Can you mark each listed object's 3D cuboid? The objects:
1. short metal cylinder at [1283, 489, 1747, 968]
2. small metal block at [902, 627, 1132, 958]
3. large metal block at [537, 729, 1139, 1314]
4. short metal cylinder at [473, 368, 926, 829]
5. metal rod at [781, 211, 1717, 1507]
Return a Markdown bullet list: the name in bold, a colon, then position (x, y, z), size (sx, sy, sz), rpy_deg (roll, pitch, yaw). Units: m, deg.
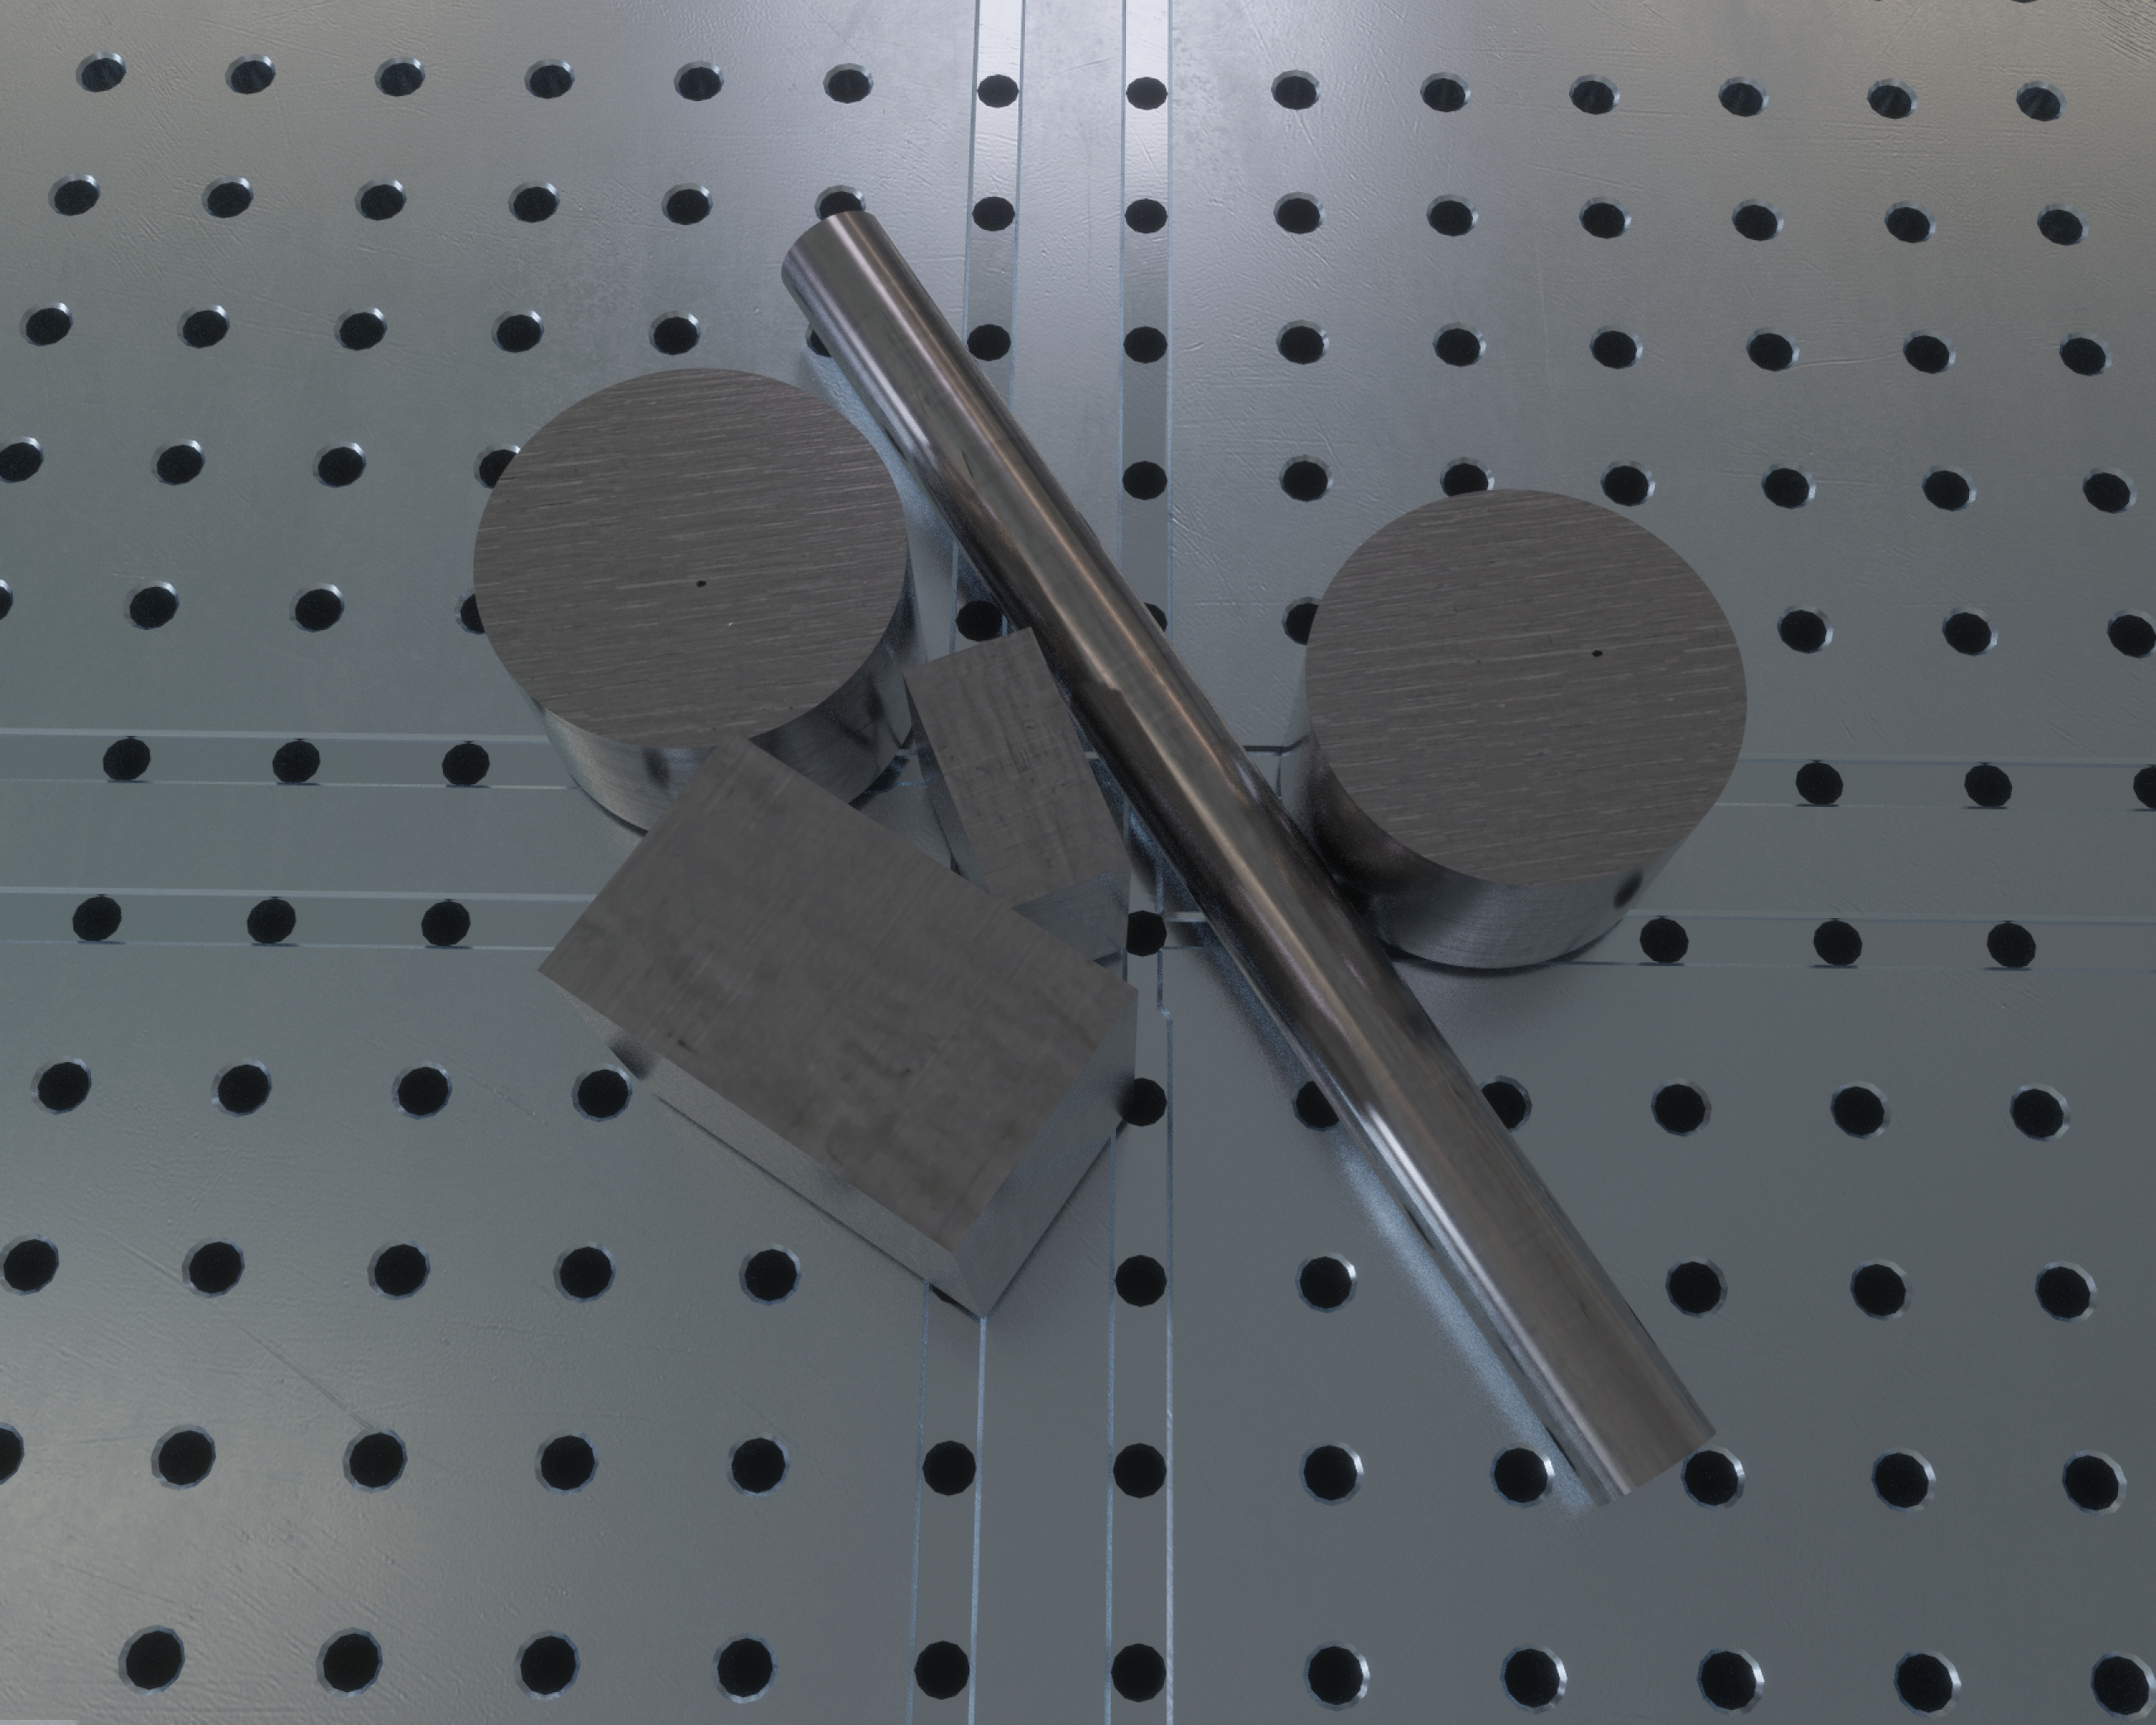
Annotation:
- **short metal cylinder**: position (0.082, -0.025, 0.404), size (0.081, 0.050, 0.080), rpy_deg (0, 70, 0)
- **small metal block**: position (-0.011, -0.009, 0.397), size (0.025, 0.050, 0.050), rpy_deg (-20, 72, -7)
- **large metal block**: position (-0.037, 0.032, 0.366), size (0.080, 0.080, 0.050), rpy_deg (32, 74, 11)
- **short metal cylinder**: position (-0.072, -0.050, 0.412), size (0.081, 0.050, 0.080), rpy_deg (0, 70, 0)
- **metal rod**: position (0.024, -0.013, 0.412), size (0.025, 0.025, 0.299), rpy_deg (-30, 73, -10)
